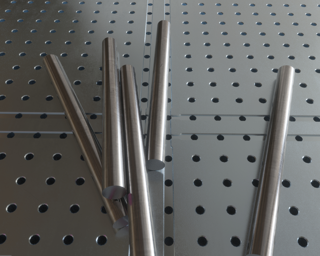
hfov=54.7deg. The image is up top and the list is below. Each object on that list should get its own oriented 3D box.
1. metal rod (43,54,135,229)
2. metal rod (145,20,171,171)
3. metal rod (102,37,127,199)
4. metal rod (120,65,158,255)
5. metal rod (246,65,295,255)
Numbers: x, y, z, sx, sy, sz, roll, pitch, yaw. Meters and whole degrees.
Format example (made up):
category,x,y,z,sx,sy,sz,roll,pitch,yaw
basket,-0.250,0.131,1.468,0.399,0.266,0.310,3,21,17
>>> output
category,x,y,z,sx,sy,sz,roll,pitch,yaw
metal rod,-0.106,-0.004,0.409,0.025,0.025,0.300,-21,53,-17
metal rod,0.001,-0.070,0.466,0.025,0.025,0.300,2,50,1
metal rod,-0.066,-0.039,0.422,0.025,0.025,0.300,-6,45,-5
metal rod,-0.032,0.018,0.377,0.025,0.025,0.300,-5,46,-5
metal rod,0.147,0.020,0.392,0.025,0.025,0.301,16,52,12
